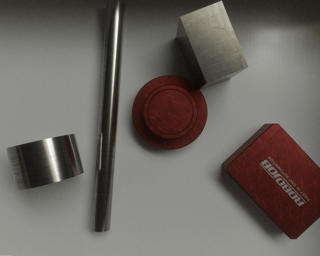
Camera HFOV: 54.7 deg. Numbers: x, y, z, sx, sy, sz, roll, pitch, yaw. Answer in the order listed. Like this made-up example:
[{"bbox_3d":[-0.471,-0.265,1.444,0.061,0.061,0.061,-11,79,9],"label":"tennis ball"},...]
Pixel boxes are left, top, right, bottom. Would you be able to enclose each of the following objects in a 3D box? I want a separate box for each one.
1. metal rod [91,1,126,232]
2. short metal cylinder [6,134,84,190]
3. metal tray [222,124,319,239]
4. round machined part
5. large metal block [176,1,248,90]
[{"bbox_3d":[-0.068,-0.015,0.410,0.025,0.025,0.298,4,90,-1],"label":"metal rod"},{"bbox_3d":[-0.140,0.040,0.382,0.080,0.080,0.050,-13,90,0],"label":"short metal cylinder"},{"bbox_3d":[0.160,0.069,0.411,0.090,0.030,0.130,-43,91,0],"label":"metal tray"},{"bbox_3d":[0.013,-0.020,0.403,0.099,0.042,0.097,0,90,-1],"label":"round machined part"},{"bbox_3d":[0.060,-0.096,0.385,0.050,0.080,0.080,-22,90,0],"label":"large metal block"}]
